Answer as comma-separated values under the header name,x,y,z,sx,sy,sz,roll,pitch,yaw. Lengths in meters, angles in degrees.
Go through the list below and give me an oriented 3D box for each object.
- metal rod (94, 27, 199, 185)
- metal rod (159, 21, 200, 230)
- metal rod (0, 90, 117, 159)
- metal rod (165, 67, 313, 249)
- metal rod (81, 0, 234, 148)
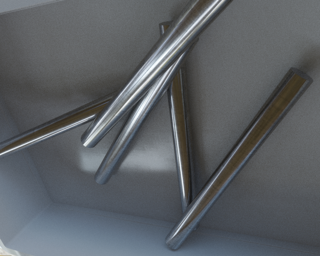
name,x,y,z,sx,sy,sz,roll,pitch,yaw
metal rod,-0.034,-0.005,0.402,0.025,0.025,0.298,38,135,2
metal rod,0.030,0.017,0.402,0.025,0.025,0.298,6,121,25
metal rod,-0.146,-0.003,0.447,0.300,0.025,0.025,-20,108,24
metal rod,0.079,0.059,0.382,0.025,0.025,0.298,32,122,7
metal rod,-0.024,-0.046,0.331,0.025,0.025,0.299,46,138,-4
